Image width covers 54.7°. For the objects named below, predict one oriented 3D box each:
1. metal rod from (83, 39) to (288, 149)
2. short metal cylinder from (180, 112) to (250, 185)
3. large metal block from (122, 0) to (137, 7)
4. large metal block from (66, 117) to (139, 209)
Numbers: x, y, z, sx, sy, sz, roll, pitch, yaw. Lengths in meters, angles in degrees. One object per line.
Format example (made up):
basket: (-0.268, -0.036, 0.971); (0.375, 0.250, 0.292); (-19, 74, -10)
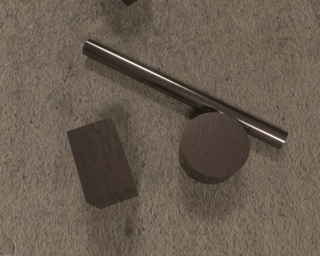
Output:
metal rod: (0.028, -0.051, 0.426); (0.301, 0.025, 0.025); (27, 72, 9)
short metal cylinder: (0.065, 0.027, 0.386); (0.081, 0.050, 0.080); (0, 70, 0)
large metal block: (-0.057, -0.250, 0.469); (0.050, 0.080, 0.080); (-38, 75, -13)
large metal block: (-0.064, 0.044, 0.362); (0.050, 0.080, 0.080); (-19, 71, -7)
